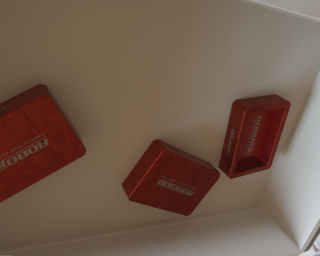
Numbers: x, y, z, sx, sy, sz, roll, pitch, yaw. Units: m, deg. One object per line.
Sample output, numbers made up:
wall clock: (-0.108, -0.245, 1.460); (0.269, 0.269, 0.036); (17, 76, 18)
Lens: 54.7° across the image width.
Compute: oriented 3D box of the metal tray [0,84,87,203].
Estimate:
metal tray: (-0.159, 0.022, 0.333); (0.131, 0.030, 0.090); (-30, 129, -10)

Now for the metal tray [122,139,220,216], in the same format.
metal tray: (0.020, 0.079, 0.467); (0.131, 0.030, 0.090); (27, 104, -38)

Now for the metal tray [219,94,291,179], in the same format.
metal tray: (0.150, 0.015, 0.499); (0.091, 0.030, 0.129); (-9, 123, -24)
